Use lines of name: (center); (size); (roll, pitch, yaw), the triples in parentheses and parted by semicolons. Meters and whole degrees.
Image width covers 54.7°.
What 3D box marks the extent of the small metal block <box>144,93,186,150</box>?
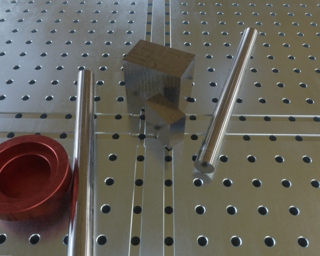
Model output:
small metal block: (0.006, -0.009, 0.399); (0.025, 0.050, 0.050); (-32, 57, -24)

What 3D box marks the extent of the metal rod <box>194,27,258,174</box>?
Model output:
metal rod: (0.107, -0.060, 0.459); (0.025, 0.025, 0.301); (17, 52, 13)

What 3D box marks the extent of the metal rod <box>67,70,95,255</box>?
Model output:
metal rod: (-0.093, 0.035, 0.377); (0.025, 0.025, 0.300); (-5, 50, -5)

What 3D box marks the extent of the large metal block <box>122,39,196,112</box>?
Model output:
large metal block: (-0.001, -0.065, 0.427); (0.080, 0.080, 0.050); (20, 53, 15)

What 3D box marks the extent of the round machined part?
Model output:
round machined part: (-0.148, 0.058, 0.346); (0.099, 0.042, 0.098); (0, 50, 0)
